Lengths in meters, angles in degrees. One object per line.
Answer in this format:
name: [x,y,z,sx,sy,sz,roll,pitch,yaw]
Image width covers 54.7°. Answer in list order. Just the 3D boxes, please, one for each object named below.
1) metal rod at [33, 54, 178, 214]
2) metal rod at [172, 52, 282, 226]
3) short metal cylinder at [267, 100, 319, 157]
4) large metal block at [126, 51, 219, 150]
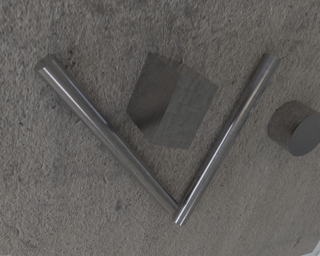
metal rod: [-0.048,0.031,0.399,0.025,0.025,0.300,-37,129,-3]
metal rod: [0.095,0.028,0.475,0.025,0.025,0.298,14,111,-34]
short metal cylinder: [0.228,0.000,0.515,0.081,0.050,0.079,-14,124,-21]
large metal block: [0.010,-0.032,0.357,0.050,0.080,0.079,10,113,-33]
